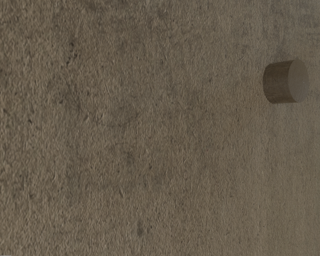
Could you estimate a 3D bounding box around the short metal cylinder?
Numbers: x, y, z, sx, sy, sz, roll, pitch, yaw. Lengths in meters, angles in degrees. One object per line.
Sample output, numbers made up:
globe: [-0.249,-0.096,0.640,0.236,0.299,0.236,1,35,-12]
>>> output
short metal cylinder: [0.240,-0.087,0.589,0.081,0.050,0.080,0,90,-40]
